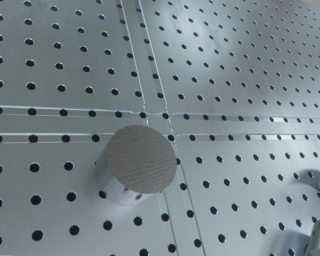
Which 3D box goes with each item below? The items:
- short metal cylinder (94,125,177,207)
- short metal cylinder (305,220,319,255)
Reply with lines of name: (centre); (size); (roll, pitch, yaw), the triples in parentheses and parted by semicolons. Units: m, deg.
short metal cylinder: (-0.028, 0.043, 0.350); (0.081, 0.050, 0.080); (14, 56, -21)
short metal cylinder: (0.236, 0.163, 0.400); (0.080, 0.080, 0.050); (42, 51, 0)
